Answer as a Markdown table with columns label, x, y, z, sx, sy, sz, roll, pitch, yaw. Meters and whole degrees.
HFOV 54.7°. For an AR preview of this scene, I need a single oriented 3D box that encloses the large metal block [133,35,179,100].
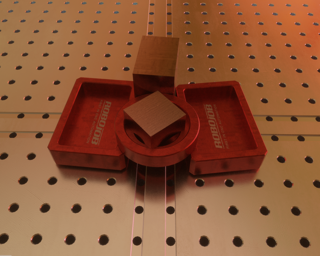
| label | x | y | z | sx | sy | sz | roll | pitch | yaw |
| --- | --- | --- | --- | --- | --- | --- | --- | --- | --- |
| large metal block | -0.003 | -0.068 | 0.424 | 0.050 | 0.080 | 0.080 | 5 | 50 | 4 |

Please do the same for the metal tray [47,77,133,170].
| label | x | y | z | sx | sy | sz | roll | pitch | yaw |
| --- | --- | --- | --- | --- | --- | --- | --- | --- | --- |
| metal tray | -0.080 | -0.011 | 0.407 | 0.091 | 0.030 | 0.130 | 5 | 50 | 4 |

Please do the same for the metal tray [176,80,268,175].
| label | x | y | z | sx | sy | sz | roll | pitch | yaw |
| --- | --- | --- | --- | --- | --- | --- | --- | --- | --- |
| metal tray | 0.073 | -0.005 | 0.404 | 0.091 | 0.030 | 0.130 | -5 | 50 | -4 |

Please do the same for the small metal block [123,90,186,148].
| label | x | y | z | sx | sy | sz | roll | pitch | yaw |
| --- | --- | --- | --- | --- | --- | --- | --- | --- | --- |
| small metal block | -0.006 | -0.010 | 0.356 | 0.050 | 0.025 | 0.050 | -32 | 57 | -24 |

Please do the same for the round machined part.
| label | x | y | z | sx | sy | sz | roll | pitch | yaw |
| --- | --- | --- | --- | --- | --- | --- | --- | --- | --- |
| round machined part | -0.003 | 0.006 | 0.374 | 0.099 | 0.042 | 0.098 | 0 | 50 | 0 |
